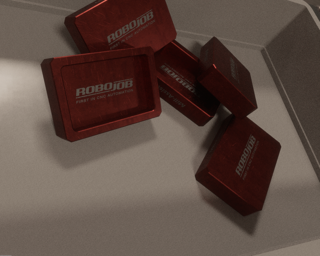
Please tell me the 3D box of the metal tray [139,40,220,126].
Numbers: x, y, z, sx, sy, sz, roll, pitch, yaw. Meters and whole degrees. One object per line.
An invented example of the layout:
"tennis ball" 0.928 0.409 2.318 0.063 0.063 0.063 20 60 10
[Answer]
"metal tray" 0.035 -0.074 0.468 0.130 0.030 0.090 37 51 -4

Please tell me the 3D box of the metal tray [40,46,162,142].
"metal tray" -0.062 -0.044 0.366 0.131 0.030 0.089 -18 108 -35

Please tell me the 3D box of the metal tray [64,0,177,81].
"metal tray" -0.045 -0.129 0.403 0.131 0.030 0.090 -40 126 -23

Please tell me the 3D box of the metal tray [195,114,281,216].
"metal tray" 0.115 0.046 0.439 0.090 0.030 0.130 38 51 -3

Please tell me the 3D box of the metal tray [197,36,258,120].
"metal tray" 0.101 -0.080 0.471 0.090 0.030 0.130 40 31 -16
